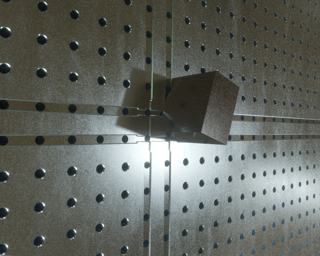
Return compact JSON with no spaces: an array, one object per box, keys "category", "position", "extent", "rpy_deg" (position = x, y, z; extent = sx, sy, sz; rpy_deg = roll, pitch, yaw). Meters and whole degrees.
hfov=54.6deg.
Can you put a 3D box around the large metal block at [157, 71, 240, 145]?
[{"category":"large metal block","position":[0.051,-0.024,0.415],"extent":[0.050,0.080,0.080],"rpy_deg":[25,75,-37]}]
